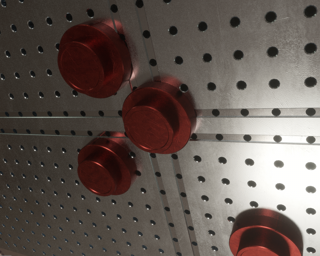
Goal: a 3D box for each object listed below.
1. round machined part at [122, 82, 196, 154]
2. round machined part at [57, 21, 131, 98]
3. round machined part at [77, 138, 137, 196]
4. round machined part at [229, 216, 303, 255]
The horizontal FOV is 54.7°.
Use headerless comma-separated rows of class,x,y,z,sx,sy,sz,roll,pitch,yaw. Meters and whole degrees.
round machined part,-0.007,-0.006,0.399,0.098,0.042,0.097,13,124,20
round machined part,-0.090,-0.082,0.395,0.098,0.042,0.097,13,124,20
round machined part,-0.090,0.068,0.488,0.098,0.042,0.097,13,124,20
round machined part,0.145,0.173,0.431,0.098,0.042,0.097,13,124,20
